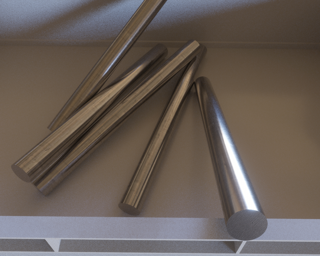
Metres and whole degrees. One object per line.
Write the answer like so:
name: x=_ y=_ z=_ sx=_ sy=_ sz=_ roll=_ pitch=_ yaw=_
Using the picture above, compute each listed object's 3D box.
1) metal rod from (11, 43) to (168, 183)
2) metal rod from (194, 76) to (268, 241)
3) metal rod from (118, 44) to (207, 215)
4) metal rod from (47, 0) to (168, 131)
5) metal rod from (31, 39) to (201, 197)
metal rod: x=-0.070 y=-0.041 z=0.414 sx=0.025 sy=0.025 sz=0.301 roll=23 pitch=46 yaw=18
metal rod: x=0.059 y=-0.003 z=0.327 sx=0.025 sy=0.025 sz=0.300 roll=2 pitch=25 yaw=1
metal rod: x=0.017 y=-0.021 z=0.422 sx=0.025 sy=0.025 sz=0.301 roll=15 pitch=51 yaw=12
metal rod: x=-0.050 y=-0.115 z=0.421 sx=0.025 sy=0.025 sz=0.300 roll=32 pitch=82 yaw=23
metal rod: x=-0.042 y=-0.029 z=0.412 sx=0.025 sy=0.025 sz=0.301 roll=32 pitch=62 yaw=24
